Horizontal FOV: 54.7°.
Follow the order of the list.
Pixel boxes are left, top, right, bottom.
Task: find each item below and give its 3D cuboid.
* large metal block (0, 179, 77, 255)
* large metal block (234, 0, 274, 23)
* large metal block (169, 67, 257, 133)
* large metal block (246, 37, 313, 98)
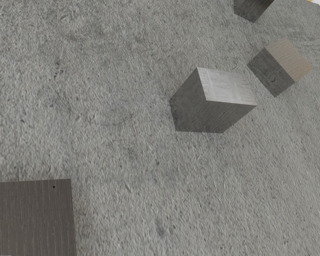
[{"bbox_3d":[-0.120,0.092,0.267,0.081,0.050,0.080,1,61,-28],"label":"large metal block"},{"bbox_3d":[0.199,-0.284,0.649,0.050,0.080,0.080,19,54,-17],"label":"large metal block"},{"bbox_3d":[0.070,-0.034,0.427,0.081,0.080,0.050,3,61,-27],"label":"large metal block"},{"bbox_3d":[0.224,-0.114,0.577,0.081,0.050,0.080,-30,79,-38],"label":"large metal block"}]
